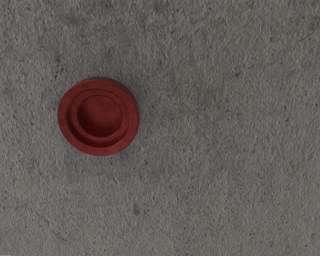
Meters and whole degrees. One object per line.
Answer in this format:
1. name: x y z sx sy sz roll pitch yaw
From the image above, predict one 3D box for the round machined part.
1. round machined part: -0.075 -0.017 0.394 0.099 0.042 0.097 0 110 0
